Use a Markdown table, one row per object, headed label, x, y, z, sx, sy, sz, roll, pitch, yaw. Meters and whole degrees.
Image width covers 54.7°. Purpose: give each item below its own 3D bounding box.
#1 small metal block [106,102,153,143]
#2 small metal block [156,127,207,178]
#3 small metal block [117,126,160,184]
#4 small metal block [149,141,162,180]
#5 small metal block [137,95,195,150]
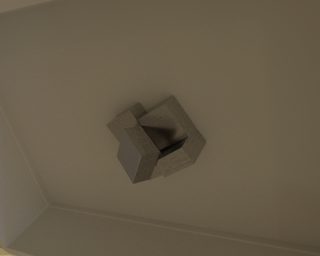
| label | x | y | z | sx | sy | sz | roll | pitch | yaw |
| --- | --- | --- | --- | --- | --- | --- | --- | --- | --- |
| small metal block | -0.037 | 0.001 | 0.425 | 0.050 | 0.025 | 0.050 | -28 | 104 | 37 |
| small metal block | 0.026 | 0.031 | 0.395 | 0.050 | 0.050 | 0.025 | -32 | 101 | 37 |
| small metal block | -0.029 | 0.033 | 0.393 | 0.050 | 0.025 | 0.050 | 52 | 138 | 37 |
| small metal block | -0.008 | 0.040 | 0.434 | 0.050 | 0.025 | 0.050 | -28 | 104 | 37 |
| small metal block | 0.008 | -0.006 | 0.398 | 0.050 | 0.025 | 0.050 | -28 | 104 | 37 |
